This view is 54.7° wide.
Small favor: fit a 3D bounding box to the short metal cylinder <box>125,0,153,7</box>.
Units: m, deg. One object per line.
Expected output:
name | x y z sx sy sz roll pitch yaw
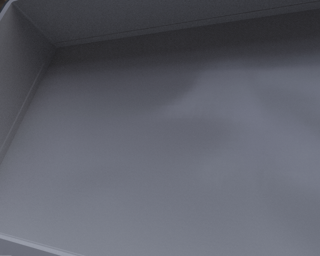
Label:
short metal cylinder | -0.041 -0.277 0.584 0.080 0.050 0.080 -13 56 21
